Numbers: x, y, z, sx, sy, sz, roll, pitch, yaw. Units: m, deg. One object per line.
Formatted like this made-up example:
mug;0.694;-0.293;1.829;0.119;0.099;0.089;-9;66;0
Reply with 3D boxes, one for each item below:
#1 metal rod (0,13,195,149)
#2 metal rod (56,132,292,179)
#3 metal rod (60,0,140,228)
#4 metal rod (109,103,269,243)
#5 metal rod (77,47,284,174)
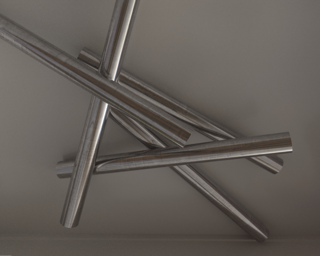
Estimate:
metal rod;-0.098;-0.066;0.341;0.301;0.025;0.025;31;108;6
metal rod;0.006;0.037;0.395;0.301;0.025;0.025;-8;110;14
metal rod;-0.077;-0.010;0.375;0.025;0.025;0.298;16;106;-6
metal rod;0.046;0.068;0.436;0.300;0.025;0.025;41;105;-14
metal rod;0.033;-0.017;0.404;0.301;0.025;0.025;29;108;-10
